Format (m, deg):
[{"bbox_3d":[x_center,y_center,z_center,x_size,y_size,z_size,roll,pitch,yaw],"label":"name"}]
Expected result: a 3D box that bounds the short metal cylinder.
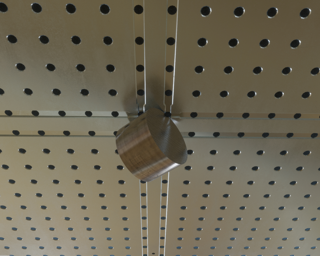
[{"bbox_3d":[-0.009,0.021,0.393,0.050,0.080,0.080,-33,123,24],"label":"short metal cylinder"}]
